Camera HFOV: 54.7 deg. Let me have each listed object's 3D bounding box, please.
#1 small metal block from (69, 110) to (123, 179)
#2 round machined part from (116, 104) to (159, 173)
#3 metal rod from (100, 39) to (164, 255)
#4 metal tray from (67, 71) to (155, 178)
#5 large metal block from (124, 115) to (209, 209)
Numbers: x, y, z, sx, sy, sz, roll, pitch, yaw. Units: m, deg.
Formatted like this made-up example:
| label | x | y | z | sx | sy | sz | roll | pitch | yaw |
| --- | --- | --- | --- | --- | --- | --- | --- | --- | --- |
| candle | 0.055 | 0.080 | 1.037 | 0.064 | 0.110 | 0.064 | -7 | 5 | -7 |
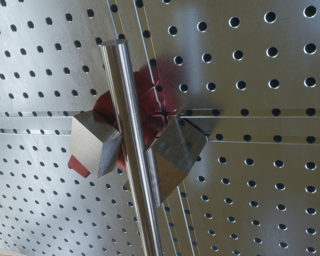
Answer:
| label | x | y | z | sx | sy | sz | roll | pitch | yaw |
| --- | --- | --- | --- | --- | --- | --- | --- | --- | --- |
| small metal block | -0.070 | 0.017 | 0.330 | 0.050 | 0.025 | 0.050 | 37 | 130 | 27 |
| round machined part | -0.038 | 0.019 | 0.400 | 0.042 | 0.098 | 0.097 | 36 | 129 | 4 |
| metal rod | -0.024 | 0.052 | 0.351 | 0.025 | 0.025 | 0.298 | 6 | 122 | 24 |
| metal tray | -0.064 | -0.003 | 0.399 | 0.030 | 0.090 | 0.129 | 37 | 129 | 3 |
| large metal block | 0.009 | 0.043 | 0.392 | 0.050 | 0.080 | 0.080 | 37 | 129 | 3 |
